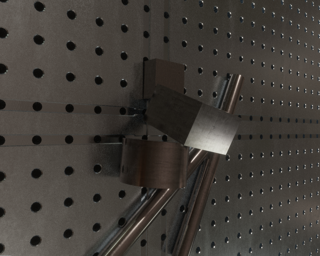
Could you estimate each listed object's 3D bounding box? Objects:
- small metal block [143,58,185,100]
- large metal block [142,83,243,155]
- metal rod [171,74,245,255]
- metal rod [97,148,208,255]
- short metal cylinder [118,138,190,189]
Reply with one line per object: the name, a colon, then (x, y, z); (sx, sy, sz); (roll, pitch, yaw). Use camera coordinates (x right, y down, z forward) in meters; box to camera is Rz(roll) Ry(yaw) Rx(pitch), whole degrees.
small metal block: (0.006, -0.063, 0.416); (0.050, 0.025, 0.050); (2, 89, -40)
large metal block: (0.040, -0.011, 0.386); (0.081, 0.080, 0.050); (15, 101, -43)
metal rod: (0.079, 0.050, 0.478); (0.025, 0.025, 0.299); (33, 69, -35)
metal rod: (-0.031, 0.124, 0.384); (0.301, 0.025, 0.025); (-45, 117, -31)
short metal cylinder: (-0.007, 0.040, 0.369); (0.081, 0.080, 0.050); (7, 88, -40)
